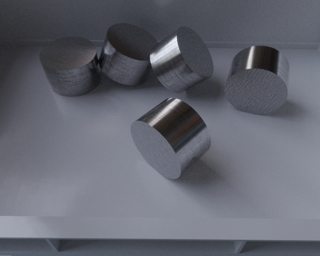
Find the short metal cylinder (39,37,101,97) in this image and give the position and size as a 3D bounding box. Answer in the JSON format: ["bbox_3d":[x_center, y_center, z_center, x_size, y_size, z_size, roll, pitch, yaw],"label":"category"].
[{"bbox_3d":[-0.132,-0.093,0.465,0.081,0.050,0.080,0,50,0],"label":"short metal cylinder"}]

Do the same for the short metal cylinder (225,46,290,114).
[{"bbox_3d":[0.134,-0.065,0.426,0.080,0.080,0.050,14,52,11],"label":"short metal cylinder"}]

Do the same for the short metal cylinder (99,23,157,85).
[{"bbox_3d":[-0.046,-0.111,0.464,0.081,0.050,0.080,15,49,-17],"label":"short metal cylinder"}]

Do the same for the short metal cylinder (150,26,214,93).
[{"bbox_3d":[0.032,-0.096,0.443,0.050,0.080,0.080,-25,37,38],"label":"short metal cylinder"}]

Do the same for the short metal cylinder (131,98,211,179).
[{"bbox_3d":[0.012,0.012,0.359,0.080,0.080,0.050,37,59,27],"label":"short metal cylinder"}]
